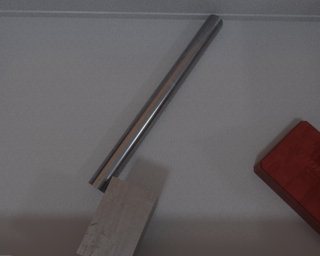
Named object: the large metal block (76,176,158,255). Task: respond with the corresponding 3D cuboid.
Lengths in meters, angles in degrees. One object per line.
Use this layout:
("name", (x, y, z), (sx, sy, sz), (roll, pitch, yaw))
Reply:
("large metal block", (-0.041, 0.106, 0.341), (0.050, 0.080, 0.080), (21, 71, 7))

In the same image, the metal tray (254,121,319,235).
("metal tray", (0.197, 0.065, 0.386), (0.090, 0.030, 0.130), (-41, 75, -14))

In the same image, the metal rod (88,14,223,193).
("metal rod", (0.003, -0.044, 0.425), (0.025, 0.025, 0.300), (31, 73, 10))
